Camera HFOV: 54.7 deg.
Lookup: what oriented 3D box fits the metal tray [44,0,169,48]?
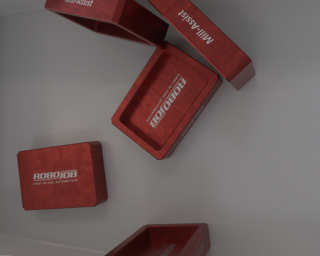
[{"bbox_3d":[-0.066,-0.137,0.382,0.130,0.090,0.030,23,97,33],"label":"metal tray"}]

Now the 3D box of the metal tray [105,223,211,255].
[{"bbox_3d":[0.000,0.144,0.354,0.090,0.130,0.030,-8,88,20],"label":"metal tray"}]

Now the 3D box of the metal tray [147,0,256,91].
[{"bbox_3d":[0.051,-0.103,0.357,0.030,0.090,0.130,-45,76,15],"label":"metal tray"}]

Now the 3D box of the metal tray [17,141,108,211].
[{"bbox_3d":[-0.146,0.071,0.460,0.130,0.030,0.089,-8,87,19],"label":"metal tray"}]

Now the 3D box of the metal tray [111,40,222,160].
[{"bbox_3d":[0.007,-0.035,0.405,0.090,0.030,0.129,38,102,16],"label":"metal tray"}]
